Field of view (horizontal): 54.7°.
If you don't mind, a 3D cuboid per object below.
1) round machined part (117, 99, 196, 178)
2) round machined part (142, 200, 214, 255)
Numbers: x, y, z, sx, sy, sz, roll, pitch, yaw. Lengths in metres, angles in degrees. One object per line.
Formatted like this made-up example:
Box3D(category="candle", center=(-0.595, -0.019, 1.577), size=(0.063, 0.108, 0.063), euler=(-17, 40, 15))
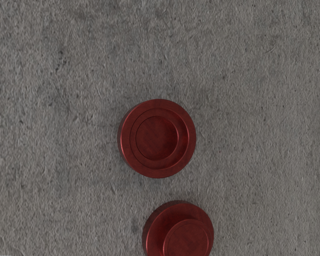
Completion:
Box3D(category="round machined part", center=(-0.007, 0.013, 0.397), size=(0.099, 0.042, 0.097), euler=(0, 90, -20))
Box3D(category="round machined part", center=(0.029, 0.149, 0.411), size=(0.099, 0.042, 0.097), euler=(0, 90, -20))
